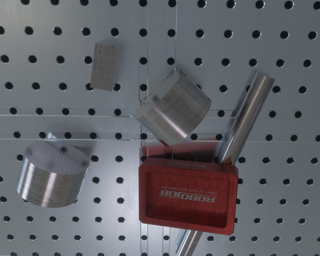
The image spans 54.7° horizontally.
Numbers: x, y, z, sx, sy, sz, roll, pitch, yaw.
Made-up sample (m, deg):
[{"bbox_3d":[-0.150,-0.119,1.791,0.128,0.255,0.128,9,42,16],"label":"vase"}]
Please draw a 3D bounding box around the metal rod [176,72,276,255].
[{"bbox_3d":[0.085,0.067,0.438,0.025,0.025,0.298,18,109,-7],"label":"metal rod"}]

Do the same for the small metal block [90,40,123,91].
[{"bbox_3d":[-0.063,-0.076,0.371,0.025,0.050,0.050,10,110,-4],"label":"small metal block"}]

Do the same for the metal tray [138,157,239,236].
[{"bbox_3d":[0.038,0.092,0.426,0.131,0.030,0.089,4,106,12],"label":"metal tray"}]

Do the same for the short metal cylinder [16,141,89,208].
[{"bbox_3d":[-0.139,0.058,0.404,0.080,0.080,0.050,19,109,-7],"label":"short metal cylinder"}]

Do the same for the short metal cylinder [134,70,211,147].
[{"bbox_3d":[0.015,-0.024,0.375,0.080,0.080,0.050,-43,105,14],"label":"short metal cylinder"}]
